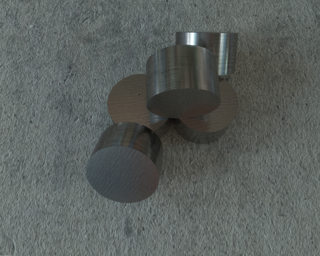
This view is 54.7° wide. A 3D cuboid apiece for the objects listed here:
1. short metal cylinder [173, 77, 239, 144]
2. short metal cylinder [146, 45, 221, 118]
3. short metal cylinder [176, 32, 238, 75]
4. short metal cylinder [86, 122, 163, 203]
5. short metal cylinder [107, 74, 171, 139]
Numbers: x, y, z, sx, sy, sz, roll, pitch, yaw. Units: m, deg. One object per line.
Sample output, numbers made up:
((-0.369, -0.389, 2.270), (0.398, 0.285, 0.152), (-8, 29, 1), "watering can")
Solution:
((0.057, -0.024, 0.405), (0.081, 0.050, 0.080), (0, 70, 0), "short metal cylinder")
((0.025, -0.048, 0.345), (0.081, 0.080, 0.050), (-1, 70, -1), "short metal cylinder")
((0.061, -0.101, 0.410), (0.081, 0.080, 0.050), (1, 108, 0), "short metal cylinder")
((-0.038, 0.040, 0.358), (0.080, 0.079, 0.050), (7, 31, 2), "short metal cylinder")
((-0.024, -0.023, 0.403), (0.081, 0.050, 0.080), (0, 70, 0), "short metal cylinder")
